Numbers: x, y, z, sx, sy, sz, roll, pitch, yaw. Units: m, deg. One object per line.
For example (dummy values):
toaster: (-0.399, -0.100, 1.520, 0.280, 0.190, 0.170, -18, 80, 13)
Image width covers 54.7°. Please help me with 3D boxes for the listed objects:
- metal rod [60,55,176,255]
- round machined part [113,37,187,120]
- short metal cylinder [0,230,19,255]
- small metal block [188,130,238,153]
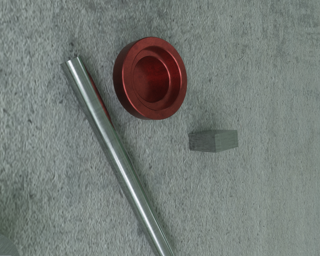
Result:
metal rod: (-0.039, 0.059, 0.372, 0.025, 0.025, 0.299, -36, 112, -34)
round machined part: (-0.016, -0.058, 0.380, 0.099, 0.042, 0.097, 0, 90, -40)
short metal cylinder: (-0.163, 0.117, 0.252, 0.081, 0.050, 0.079, 0, 90, -40)
small metal block: (0.078, 0.018, 0.454, 0.050, 0.050, 0.025, -9, 96, -40)
